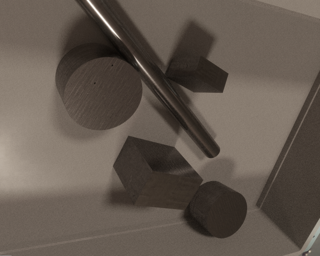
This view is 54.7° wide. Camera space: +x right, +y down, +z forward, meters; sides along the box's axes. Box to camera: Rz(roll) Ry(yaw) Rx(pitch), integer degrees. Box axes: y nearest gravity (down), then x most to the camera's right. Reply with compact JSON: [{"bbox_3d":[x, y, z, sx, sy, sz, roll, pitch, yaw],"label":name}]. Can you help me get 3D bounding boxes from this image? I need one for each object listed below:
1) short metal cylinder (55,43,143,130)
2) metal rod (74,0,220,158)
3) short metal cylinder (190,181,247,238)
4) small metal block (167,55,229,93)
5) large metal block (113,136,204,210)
[{"bbox_3d":[-0.066,-0.044,0.330,0.081,0.050,0.079,-14,125,-21],"label":"short metal cylinder"},{"bbox_3d":[0.003,-0.049,0.381,0.025,0.025,0.300,-42,130,1],"label":"metal rod"},{"bbox_3d":[0.098,0.135,0.518,0.081,0.050,0.079,-6,104,-26],"label":"short metal cylinder"},{"bbox_3d":[0.045,-0.064,0.376,0.050,0.050,0.025,22,82,-37],"label":"small metal block"},{"bbox_3d":[-0.005,0.059,0.409,0.081,0.080,0.050,16,110,-35],"label":"large metal block"}]
